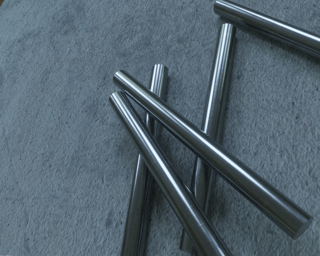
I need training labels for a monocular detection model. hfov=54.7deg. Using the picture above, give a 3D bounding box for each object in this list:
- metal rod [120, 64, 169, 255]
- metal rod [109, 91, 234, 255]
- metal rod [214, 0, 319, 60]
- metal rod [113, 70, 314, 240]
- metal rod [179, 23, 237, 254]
[{"bbox_3d":[-0.018,0.045,0.385,0.025,0.025,0.299,-6,59,25],"label":"metal rod"},{"bbox_3d":[0.009,0.055,0.331,0.025,0.025,0.300,-38,51,3],"label":"metal rod"},{"bbox_3d":[0.176,-0.105,0.375,0.025,0.025,0.300,-45,51,-3],"label":"metal rod"},{"bbox_3d":[0.031,0.006,0.350,0.025,0.025,0.300,-46,51,-4],"label":"metal rod"},{"bbox_3d":[0.063,-0.007,0.374,0.025,0.025,0.300,-1,61,28],"label":"metal rod"}]
